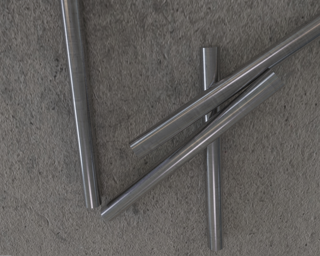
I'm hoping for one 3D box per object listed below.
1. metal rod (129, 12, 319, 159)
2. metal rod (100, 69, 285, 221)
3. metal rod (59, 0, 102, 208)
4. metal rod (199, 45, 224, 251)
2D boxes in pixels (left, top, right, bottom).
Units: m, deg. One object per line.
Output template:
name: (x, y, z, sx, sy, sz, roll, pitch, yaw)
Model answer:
metal rod: (0.094, -0.057, 0.366, 0.301, 0.025, 0.025, -34, 107, 3)
metal rod: (0.028, 0.034, 0.402, 0.025, 0.025, 0.299, 43, 112, -14)
metal rod: (-0.100, -0.031, 0.397, 0.025, 0.025, 0.298, -1, 110, 0)
metal rod: (0.073, 0.041, 0.425, 0.025, 0.025, 0.298, -5, 110, 1)
